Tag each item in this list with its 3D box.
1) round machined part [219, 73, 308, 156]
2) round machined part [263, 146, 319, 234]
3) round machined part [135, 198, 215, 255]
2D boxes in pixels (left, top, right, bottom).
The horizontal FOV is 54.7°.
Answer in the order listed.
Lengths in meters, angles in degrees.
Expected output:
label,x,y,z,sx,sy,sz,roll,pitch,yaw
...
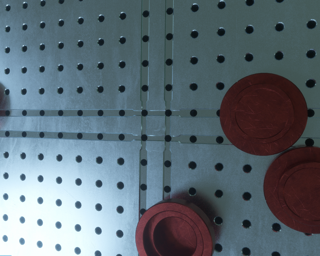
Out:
label,x,y,z,sx,sy,sz,roll,pitch,yaw
round machined part,0.119,-0.016,0.362,0.098,0.042,0.097,0,90,19
round machined part,0.167,0.070,0.345,0.098,0.042,0.097,0,90,19
round machined part,0.022,0.138,0.395,0.098,0.042,0.097,0,90,19
